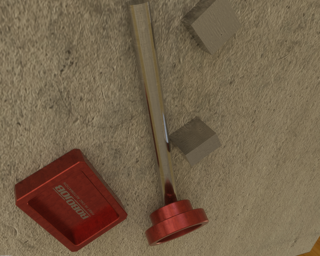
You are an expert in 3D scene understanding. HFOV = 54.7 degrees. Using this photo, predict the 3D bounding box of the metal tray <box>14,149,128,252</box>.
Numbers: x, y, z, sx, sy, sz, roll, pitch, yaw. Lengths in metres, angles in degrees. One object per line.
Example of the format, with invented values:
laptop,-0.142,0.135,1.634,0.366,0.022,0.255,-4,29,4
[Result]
metal tray,-0.110,0.098,0.404,0.090,0.030,0.130,-33,129,-7

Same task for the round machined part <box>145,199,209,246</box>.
round machined part,0.023,0.144,0.482,0.099,0.042,0.098,-19,155,-9

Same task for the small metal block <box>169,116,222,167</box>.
small metal block,0.048,0.018,0.430,0.050,0.050,0.025,-35,129,-6

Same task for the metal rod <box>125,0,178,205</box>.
metal rod,-0.004,-0.008,0.401,0.025,0.025,0.298,-21,127,-16

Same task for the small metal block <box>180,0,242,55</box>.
small metal block,0.061,-0.124,0.365,0.050,0.025,0.050,-45,130,3
